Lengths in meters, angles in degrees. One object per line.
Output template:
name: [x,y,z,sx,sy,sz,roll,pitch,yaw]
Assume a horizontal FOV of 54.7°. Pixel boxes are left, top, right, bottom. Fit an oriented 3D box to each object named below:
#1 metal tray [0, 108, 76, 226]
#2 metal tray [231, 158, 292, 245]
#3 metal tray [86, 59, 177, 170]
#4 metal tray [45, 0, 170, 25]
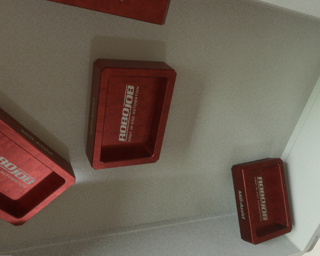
metal tray: [-0.170,0.045,0.339,0.090,0.030,0.130,-39,129,-2]
metal tray: [0.176,0.122,0.533,0.091,0.030,0.129,-7,89,-26]
metal tray: [-0.037,-0.015,0.375,0.091,0.030,0.129,-3,120,-27]
metal tray: [-0.066,-0.121,0.255,0.131,0.090,0.030,2,118,-29]
